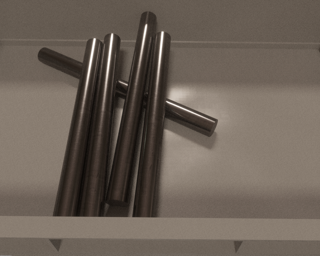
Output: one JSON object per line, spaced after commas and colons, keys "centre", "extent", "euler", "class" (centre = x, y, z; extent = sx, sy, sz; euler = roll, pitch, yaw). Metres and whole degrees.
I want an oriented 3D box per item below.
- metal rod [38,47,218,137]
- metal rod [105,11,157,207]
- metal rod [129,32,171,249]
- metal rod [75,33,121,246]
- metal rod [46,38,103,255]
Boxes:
{"centre": [-0.059, -0.059, 0.453], "extent": [0.301, 0.025, 0.025], "euler": [25, 54, 19], "class": "metal rod"}
{"centre": [-0.032, -0.046, 0.413], "extent": [0.025, 0.025, 0.300], "euler": [5, 59, 3], "class": "metal rod"}
{"centre": [-0.007, -0.009, 0.386], "extent": [0.025, 0.025, 0.300], "euler": [4, 58, 2], "class": "metal rod"}
{"centre": [-0.072, -0.010, 0.391], "extent": [0.025, 0.025, 0.300], "euler": [0, 56, 0], "class": "metal rod"}
{"centre": [-0.099, -0.003, 0.386], "extent": [0.025, 0.025, 0.300], "euler": [0, 56, 0], "class": "metal rod"}
